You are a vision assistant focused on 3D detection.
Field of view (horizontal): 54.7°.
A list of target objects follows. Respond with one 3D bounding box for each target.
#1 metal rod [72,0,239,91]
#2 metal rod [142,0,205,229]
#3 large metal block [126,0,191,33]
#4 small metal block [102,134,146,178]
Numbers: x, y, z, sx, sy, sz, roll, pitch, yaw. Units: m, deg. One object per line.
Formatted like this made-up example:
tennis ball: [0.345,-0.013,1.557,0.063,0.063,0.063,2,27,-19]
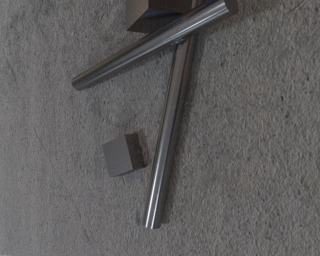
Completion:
metal rod: [-0.033,-0.098,0.407,0.299,0.025,0.025,-13,82,46]
metal rod: [0.016,-0.017,0.390,0.025,0.025,0.298,17,101,38]
large metal block: [-0.005,-0.165,0.371,0.080,0.050,0.079,178,91,-67]
small metal block: [-0.053,0.040,0.446,0.050,0.025,0.050,-24,75,37]
